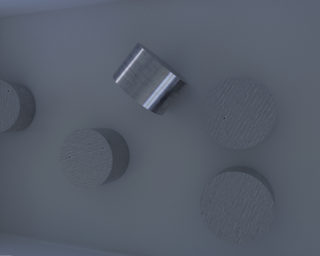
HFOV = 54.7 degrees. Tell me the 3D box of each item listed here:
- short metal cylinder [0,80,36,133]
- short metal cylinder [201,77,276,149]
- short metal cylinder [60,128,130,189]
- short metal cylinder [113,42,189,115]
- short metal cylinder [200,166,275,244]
[{"bbox_3d":[-0.240,-0.032,0.471,0.080,0.050,0.079,0,91,3],"label":"short metal cylinder"},{"bbox_3d":[0.094,-0.017,0.364,0.080,0.050,0.080,0,90,20],"label":"short metal cylinder"},{"bbox_3d":[-0.089,0.040,0.429,0.080,0.050,0.080,0,90,20],"label":"short metal cylinder"},{"bbox_3d":[-0.011,-0.061,0.385,0.080,0.080,0.050,43,104,15],"label":"short metal cylinder"},{"bbox_3d":[0.092,0.088,0.365,0.080,0.050,0.080,0,90,20],"label":"short metal cylinder"}]
